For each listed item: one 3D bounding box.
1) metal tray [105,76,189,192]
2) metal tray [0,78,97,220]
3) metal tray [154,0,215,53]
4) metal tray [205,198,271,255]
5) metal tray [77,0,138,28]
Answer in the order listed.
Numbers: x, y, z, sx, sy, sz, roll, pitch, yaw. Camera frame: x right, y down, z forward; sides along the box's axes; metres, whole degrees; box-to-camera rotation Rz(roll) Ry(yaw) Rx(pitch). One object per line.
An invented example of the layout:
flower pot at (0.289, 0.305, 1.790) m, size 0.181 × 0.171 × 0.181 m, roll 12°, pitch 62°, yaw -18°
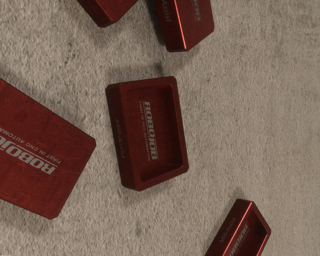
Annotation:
metal tray at (-0.013, 0.004, 0.392) m, size 0.091 × 0.030 × 0.129 m, roll -15°, pitch 100°, yaw -39°
metal tray at (-0.135, 0.019, 0.289) m, size 0.130 × 0.030 × 0.090 m, roll 39°, pitch 66°, yaw -34°
metal tray at (0.029, -0.175, 0.401) m, size 0.090 × 0.030 × 0.129 m, roll -45°, pitch 129°, yaw -42°
metal tray at (0.132, 0.196, 0.515) m, size 0.130 × 0.030 × 0.090 m, roll -50°, pitch 120°, yaw -28°
metal tray at (-0.052, -0.192, 0.359) m, size 0.090 × 0.030 × 0.130 m, roll 50°, pitch 61°, yaw -29°
